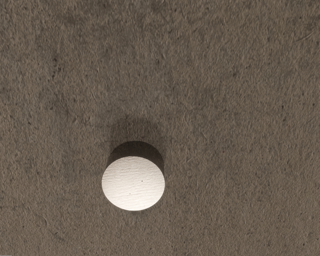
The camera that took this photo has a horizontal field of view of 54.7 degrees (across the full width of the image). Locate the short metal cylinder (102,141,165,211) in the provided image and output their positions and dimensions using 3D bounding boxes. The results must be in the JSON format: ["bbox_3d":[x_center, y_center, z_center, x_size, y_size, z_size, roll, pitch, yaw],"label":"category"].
[{"bbox_3d":[-0.034,0.064,0.419,0.081,0.050,0.079,0,110,-1],"label":"short metal cylinder"}]
